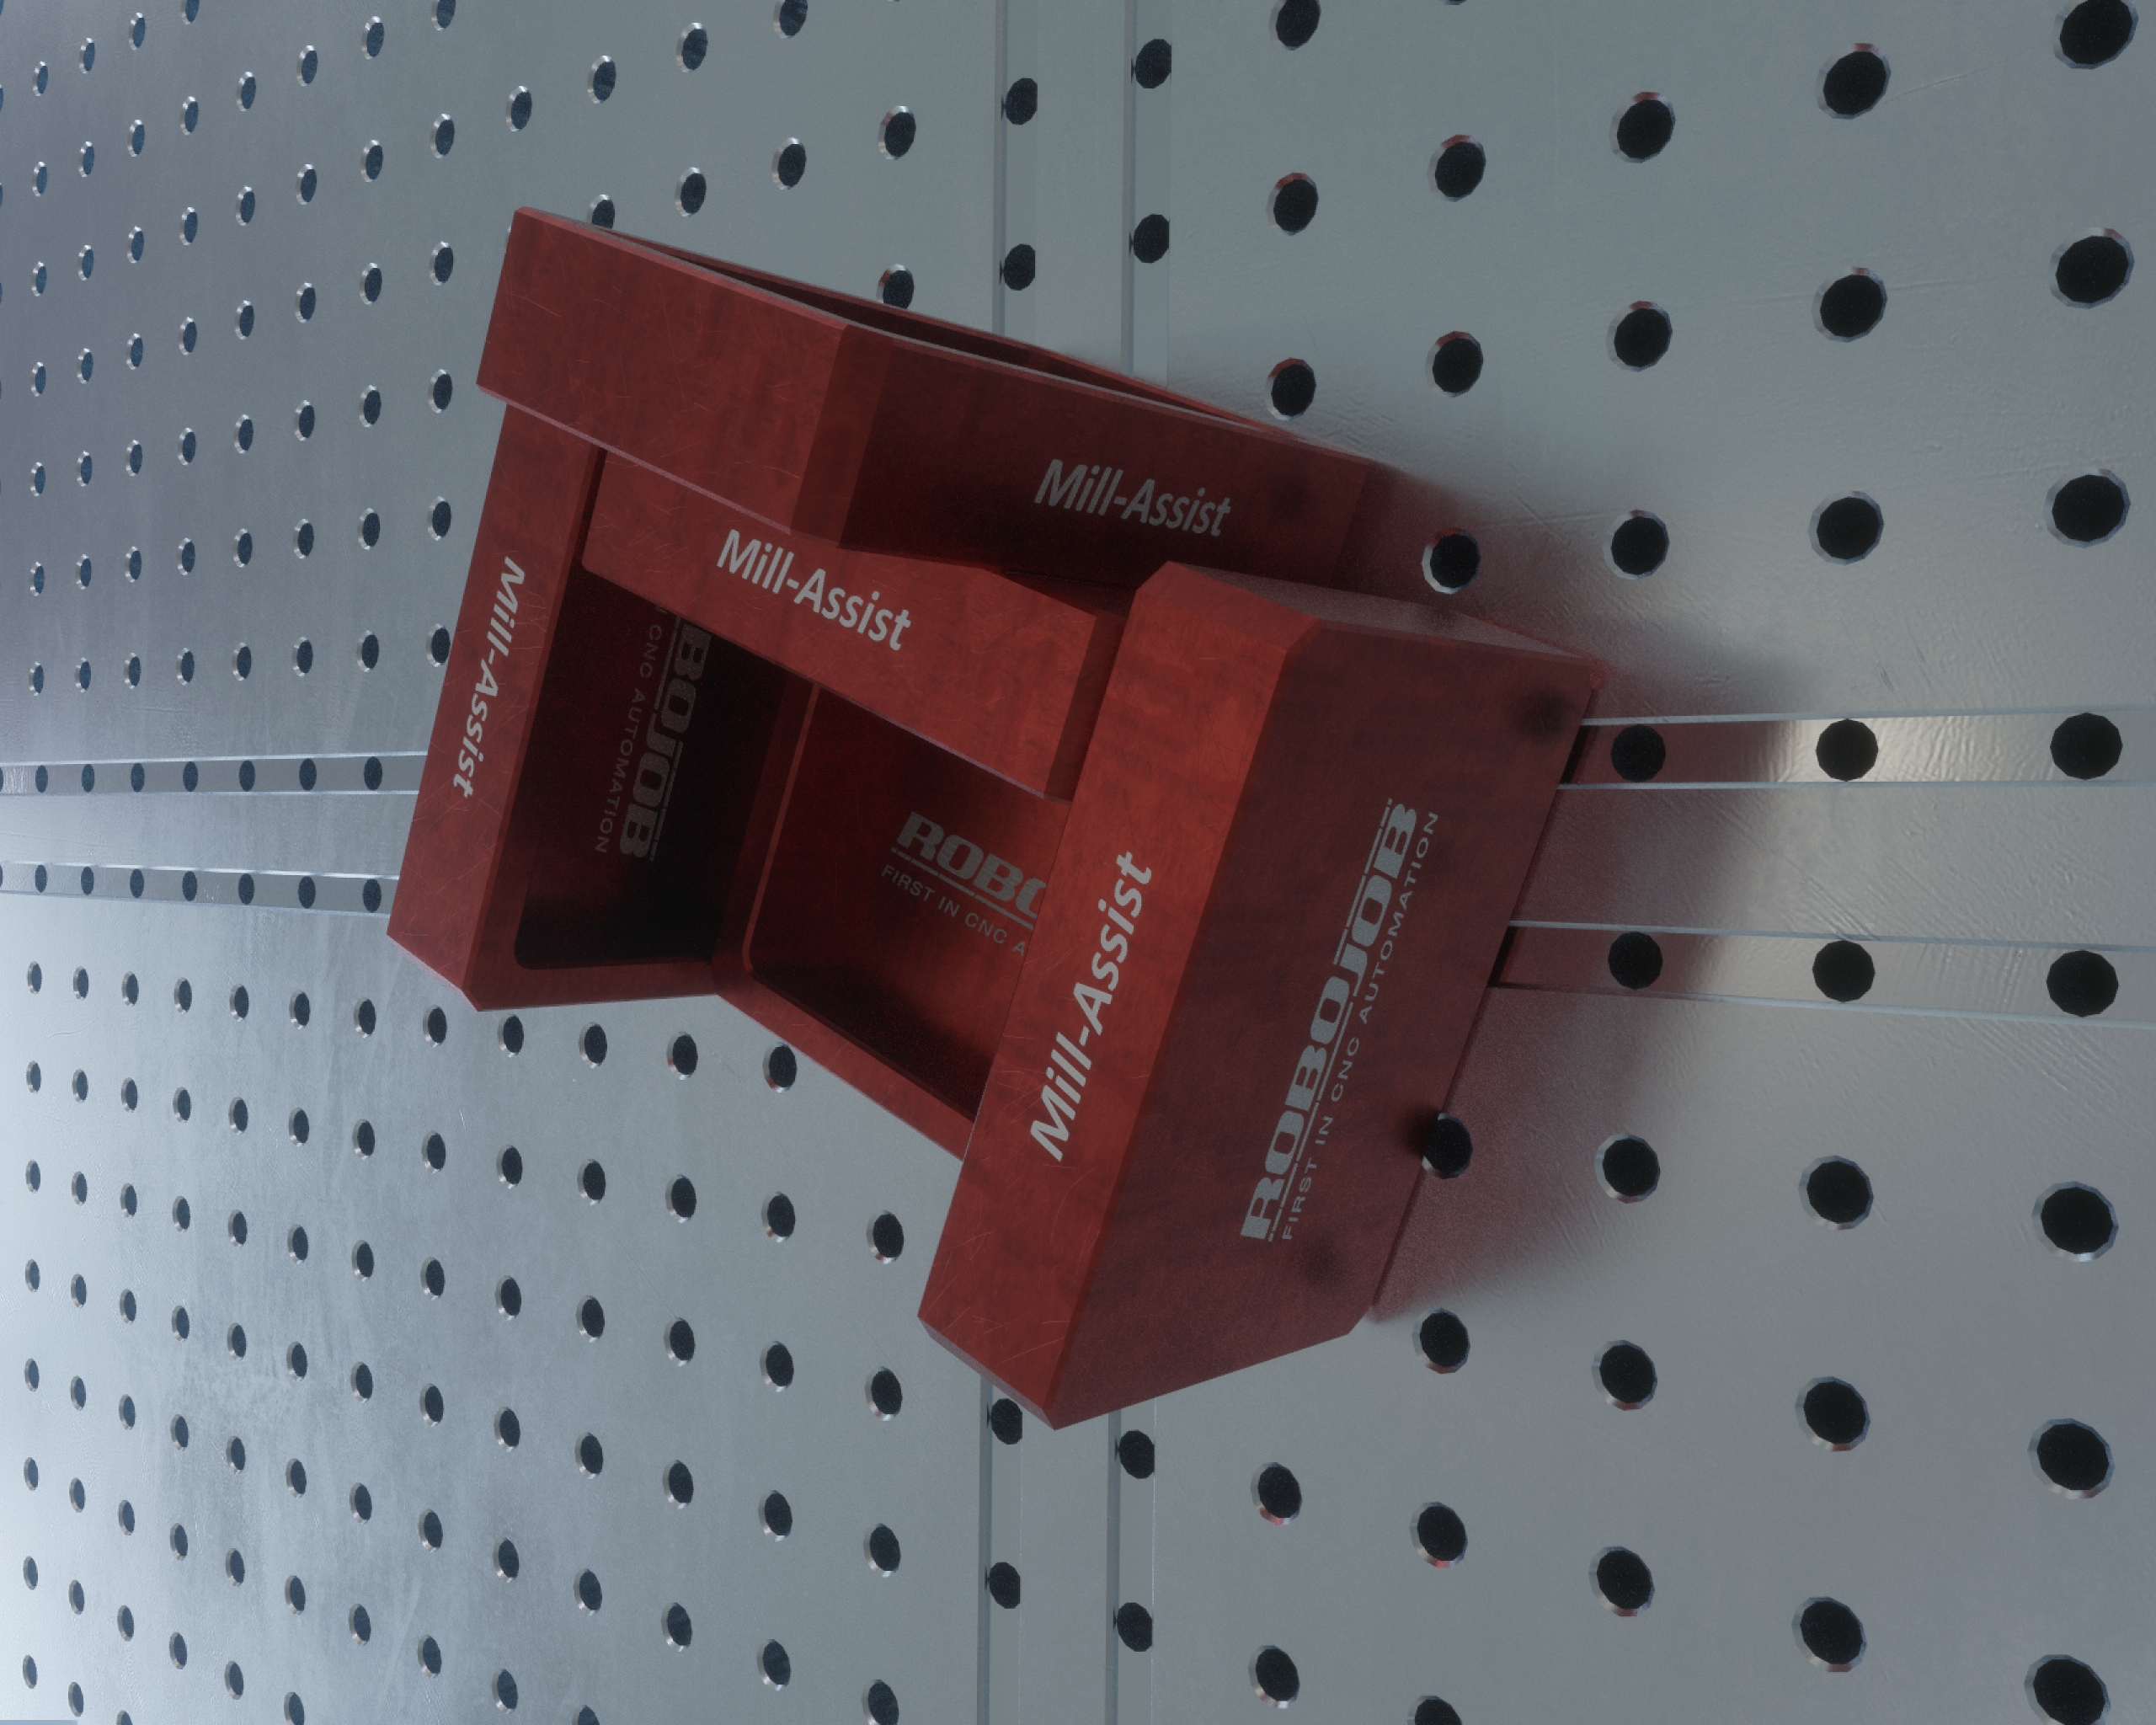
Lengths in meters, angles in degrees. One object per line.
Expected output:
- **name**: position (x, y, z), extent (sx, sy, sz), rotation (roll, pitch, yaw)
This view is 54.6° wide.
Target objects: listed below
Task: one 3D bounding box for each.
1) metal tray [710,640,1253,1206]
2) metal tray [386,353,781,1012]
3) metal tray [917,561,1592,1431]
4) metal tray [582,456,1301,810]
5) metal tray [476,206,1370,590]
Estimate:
- **metal tray**: position (-0.013, 0.010, 0.417), extent (0.130, 0.030, 0.089), rotation (28, 107, 36)
- **metal tray**: position (-0.085, -0.036, 0.438), extent (0.030, 0.091, 0.129), rotation (27, 107, 36)
- **metal tray**: position (0.031, 0.021, 0.342), extent (0.030, 0.091, 0.129), rotation (27, 107, 37)
- **metal tray**: position (-0.015, -0.046, 0.380), extent (0.130, 0.091, 0.030), rotation (28, 108, 36)
- **metal tray**: position (-0.022, -0.075, 0.360), extent (0.090, 0.131, 0.030), rotation (28, 108, 36)
